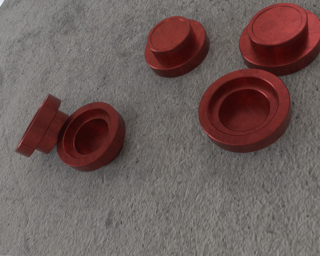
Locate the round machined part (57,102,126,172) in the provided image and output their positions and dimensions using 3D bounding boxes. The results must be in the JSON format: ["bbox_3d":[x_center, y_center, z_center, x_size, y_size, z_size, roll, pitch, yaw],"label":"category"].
[{"bbox_3d":[-0.090,0.015,0.431,0.098,0.042,0.098,-13,56,21],"label":"round machined part"}]

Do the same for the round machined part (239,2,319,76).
[{"bbox_3d":[0.148,-0.116,0.387,0.098,0.042,0.098,-13,56,21],"label":"round machined part"}]

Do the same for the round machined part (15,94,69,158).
[{"bbox_3d":[-0.172,0.001,0.464,0.098,0.042,0.098,-46,26,30],"label":"round machined part"}]

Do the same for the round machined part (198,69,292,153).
[{"bbox_3d":[0.097,-0.016,0.352,0.098,0.042,0.098,-13,56,21],"label":"round machined part"}]

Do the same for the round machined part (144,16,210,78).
[{"bbox_3d":[0.020,-0.127,0.460,0.098,0.042,0.098,-13,56,21],"label":"round machined part"}]
